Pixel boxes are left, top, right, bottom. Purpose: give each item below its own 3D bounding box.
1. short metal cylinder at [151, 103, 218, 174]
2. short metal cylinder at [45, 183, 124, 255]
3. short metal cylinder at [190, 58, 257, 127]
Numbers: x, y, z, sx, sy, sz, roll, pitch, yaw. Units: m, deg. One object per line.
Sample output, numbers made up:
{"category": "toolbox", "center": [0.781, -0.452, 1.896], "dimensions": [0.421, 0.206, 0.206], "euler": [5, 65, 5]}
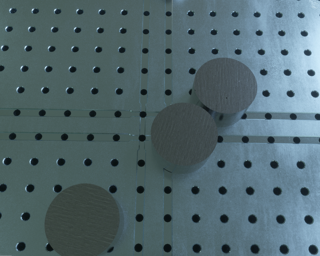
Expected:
{"category": "short metal cylinder", "center": [0.029, 0.014, 0.394], "dimensions": [0.081, 0.050, 0.080], "euler": [0, 70, 0]}
{"category": "short metal cylinder", "center": [-0.084, 0.108, 0.358], "dimensions": [0.081, 0.050, 0.080], "euler": [0, 70, 0]}
{"category": "short metal cylinder", "center": [0.083, -0.047, 0.417], "dimensions": [0.081, 0.050, 0.080], "euler": [0, 70, -1]}
